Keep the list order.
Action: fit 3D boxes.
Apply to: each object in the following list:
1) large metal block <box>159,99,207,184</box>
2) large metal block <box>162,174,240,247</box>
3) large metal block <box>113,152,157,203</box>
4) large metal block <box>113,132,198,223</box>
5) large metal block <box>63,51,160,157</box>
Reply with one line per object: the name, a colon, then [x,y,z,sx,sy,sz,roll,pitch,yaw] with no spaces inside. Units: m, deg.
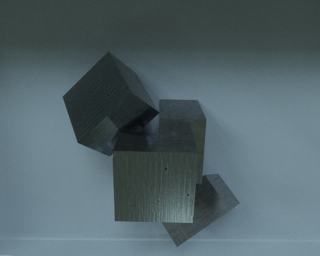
large metal block: [0.024,0.014,0.384,0.050,0.080,0.079,1,110,-1]
large metal block: [0.053,0.105,0.412,0.080,0.080,0.050,-39,71,13]
large metal block: [-0.029,0.059,0.402,0.050,0.080,0.079,1,110,-1]
large metal block: [-0.005,0.051,0.329,0.081,0.050,0.079,2,110,-1]
large metal block: [-0.059,-0.028,0.362,0.080,0.080,0.050,-41,140,13]
